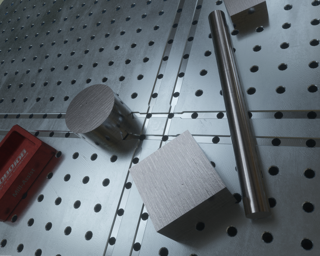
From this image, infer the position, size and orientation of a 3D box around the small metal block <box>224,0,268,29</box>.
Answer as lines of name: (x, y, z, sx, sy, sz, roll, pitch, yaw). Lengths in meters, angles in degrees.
small metal block: (0.124, -0.180, 0.453, 0.050, 0.025, 0.050, -20, 54, 16)

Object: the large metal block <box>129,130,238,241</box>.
large metal block: (0.024, 0.063, 0.340, 0.080, 0.050, 0.080, -34, 52, 5)

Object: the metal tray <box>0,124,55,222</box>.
metal tray: (-0.235, 0.066, 0.484, 0.090, 0.030, 0.130, 24, 74, 36)

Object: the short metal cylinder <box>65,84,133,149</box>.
short metal cylinder: (-0.087, -0.016, 0.446, 0.080, 0.050, 0.080, -13, 56, 20)

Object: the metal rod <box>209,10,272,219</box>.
metal rod: (0.091, -0.040, 0.384, 0.025, 0.025, 0.299, -15, 55, 19)
